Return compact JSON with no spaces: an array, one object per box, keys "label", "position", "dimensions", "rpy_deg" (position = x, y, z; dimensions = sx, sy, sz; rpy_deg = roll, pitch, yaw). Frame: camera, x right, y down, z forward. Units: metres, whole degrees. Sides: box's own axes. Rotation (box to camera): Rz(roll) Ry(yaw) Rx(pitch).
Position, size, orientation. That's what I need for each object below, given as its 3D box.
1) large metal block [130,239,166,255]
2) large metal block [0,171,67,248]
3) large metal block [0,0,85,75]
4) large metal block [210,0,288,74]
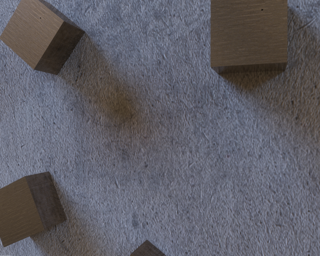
[{"label":"large metal block","position":[-0.016,0.209,0.401],"dimensions":[0.080,0.050,0.080],"rpy_deg":[35,101,16]},{"label":"large metal block","position":[-0.200,0.121,0.466],"dimensions":[0.080,0.050,0.080],"rpy_deg":[-26,81,18]},{"label":"large metal block","position":[-0.173,-0.137,0.457],"dimensions":[0.080,0.050,0.080],"rpy_deg":[40,103,15]},{"label":"large metal block","position":[0.103,-0.109,0.359],"dimensions":[0.080,0.050,0.080],"rpy_deg":[0,90,20]}]
